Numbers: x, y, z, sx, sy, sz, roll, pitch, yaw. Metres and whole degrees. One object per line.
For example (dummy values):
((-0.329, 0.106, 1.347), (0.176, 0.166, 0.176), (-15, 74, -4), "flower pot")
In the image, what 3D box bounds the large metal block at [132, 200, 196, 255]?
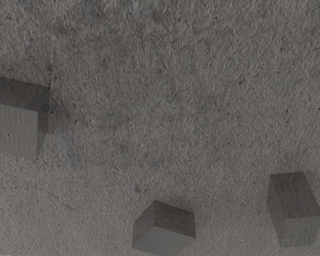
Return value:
((0.006, 0.180, 0.544), (0.080, 0.050, 0.080), (23, 126, -19), "large metal block")

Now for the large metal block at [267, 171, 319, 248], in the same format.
((0.205, 0.127, 0.481), (0.050, 0.080, 0.080), (-7, 130, 6), "large metal block")

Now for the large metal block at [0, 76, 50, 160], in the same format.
((-0.184, -0.013, 0.378), (0.081, 0.050, 0.079), (12, 129, -10), "large metal block")
